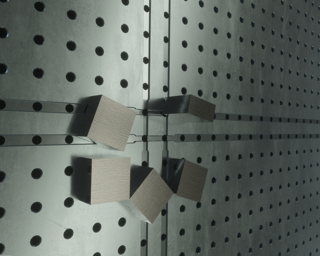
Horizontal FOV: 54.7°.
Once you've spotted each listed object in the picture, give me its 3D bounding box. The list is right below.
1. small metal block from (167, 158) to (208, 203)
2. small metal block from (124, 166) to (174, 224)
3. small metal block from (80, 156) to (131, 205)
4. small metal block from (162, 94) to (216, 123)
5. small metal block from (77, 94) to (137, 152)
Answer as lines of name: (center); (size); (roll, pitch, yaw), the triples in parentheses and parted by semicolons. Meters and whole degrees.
small metal block: (0.038, 0.075, 0.444); (0.050, 0.025, 0.050); (26, 74, -37)
small metal block: (-0.017, 0.085, 0.397); (0.050, 0.025, 0.050); (-51, 120, -28)
small metal block: (-0.063, 0.059, 0.358); (0.050, 0.025, 0.050); (2, 89, -40)
small metal block: (0.040, -0.025, 0.429); (0.050, 0.050, 0.025); (17, 79, -39)
small metal block: (-0.061, -0.005, 0.360); (0.050, 0.025, 0.050); (27, 73, -37)
